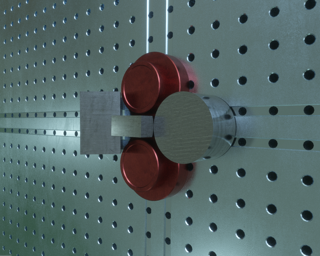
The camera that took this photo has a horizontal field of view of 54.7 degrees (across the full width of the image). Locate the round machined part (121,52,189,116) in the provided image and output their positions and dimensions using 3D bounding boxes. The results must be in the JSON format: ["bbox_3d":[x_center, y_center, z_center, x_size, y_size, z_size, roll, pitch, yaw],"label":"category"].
[{"bbox_3d":[-0.013,-0.052,0.410,0.098,0.042,0.097,0,90,40],"label":"round machined part"}]

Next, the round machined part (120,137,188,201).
[{"bbox_3d":[-0.015,0.048,0.411,0.098,0.042,0.097,0,90,40],"label":"round machined part"}]

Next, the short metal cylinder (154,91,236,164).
[{"bbox_3d":[0.039,-0.001,0.359,0.080,0.050,0.080,0,90,40],"label":"short metal cylinder"}]

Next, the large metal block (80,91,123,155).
[{"bbox_3d":[-0.078,-0.007,0.431,0.050,0.080,0.080,0,90,-4],"label":"large metal block"}]

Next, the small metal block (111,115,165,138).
[{"bbox_3d":[-0.024,-0.002,0.385,0.050,0.050,0.025,2,92,40],"label":"small metal block"}]
